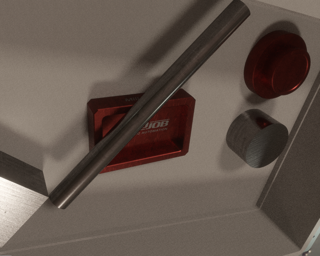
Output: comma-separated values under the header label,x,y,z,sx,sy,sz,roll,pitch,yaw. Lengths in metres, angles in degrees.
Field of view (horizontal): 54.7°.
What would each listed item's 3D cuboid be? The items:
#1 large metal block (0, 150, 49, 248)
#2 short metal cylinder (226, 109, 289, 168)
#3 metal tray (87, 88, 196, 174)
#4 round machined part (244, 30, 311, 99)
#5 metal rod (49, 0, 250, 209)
label,x,y,z,sx,sy,sz,roll,pitch,yaw
large metal block,-0.185,0.074,0.338,0.080,0.050,0.080,-47,130,4
short metal cylinder,0.153,0.016,0.489,0.081,0.050,0.079,-14,125,-21
metal tray,-0.023,0.002,0.395,0.131,0.030,0.089,-10,123,-24
round machined part,0.173,-0.085,0.442,0.099,0.042,0.097,-14,125,-21
metal rod,-0.013,-0.025,0.347,0.300,0.025,0.025,-46,130,2
